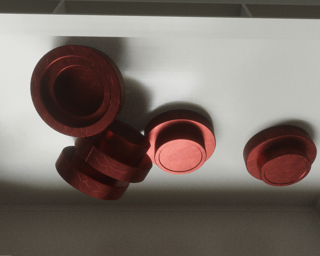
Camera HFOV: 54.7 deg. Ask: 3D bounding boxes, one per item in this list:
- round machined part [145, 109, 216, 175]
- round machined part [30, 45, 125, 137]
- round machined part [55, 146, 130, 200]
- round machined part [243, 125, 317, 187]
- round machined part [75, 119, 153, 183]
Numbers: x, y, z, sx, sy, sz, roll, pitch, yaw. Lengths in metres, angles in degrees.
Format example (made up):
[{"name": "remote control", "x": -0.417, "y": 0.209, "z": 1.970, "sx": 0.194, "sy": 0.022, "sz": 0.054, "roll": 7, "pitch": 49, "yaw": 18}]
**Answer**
[{"name": "round machined part", "x": 0.027, "y": 0.026, "z": 0.420, "sx": 0.099, "sy": 0.042, "sz": 0.097, "roll": -1, "pitch": 130, "yaw": 0}, {"name": "round machined part", "x": -0.087, "y": -0.042, "z": 0.344, "sx": 0.099, "sy": 0.042, "sz": 0.097, "roll": 1, "pitch": 104, "yaw": 6}, {"name": "round machined part", "x": -0.082, "y": 0.049, "z": 0.409, "sx": 0.098, "sy": 0.098, "sz": 0.042, "roll": 27, "pitch": 99, "yaw": -22}, {"name": "round machined part", "x": 0.172, "y": 0.046, "z": 0.440, "sx": 0.099, "sy": 0.042, "sz": 0.097, "roll": -1, "pitch": 130, "yaw": 0}, {"name": "round machined part", "x": -0.051, "y": 0.022, "z": 0.385, "sx": 0.098, "sy": 0.098, "sz": 0.042, "roll": 27, "pitch": 102, "yaw": -21}]
